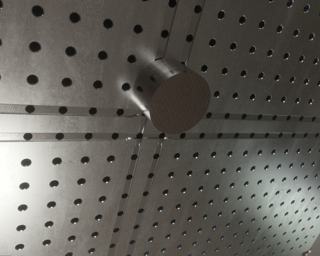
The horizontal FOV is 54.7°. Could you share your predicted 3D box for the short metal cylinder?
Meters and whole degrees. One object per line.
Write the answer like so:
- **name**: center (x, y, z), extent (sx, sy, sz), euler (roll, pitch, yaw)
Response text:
- **short metal cylinder**: center (0.014, -0.039, 0.380), extent (0.081, 0.050, 0.079), euler (-14, 125, -21)
